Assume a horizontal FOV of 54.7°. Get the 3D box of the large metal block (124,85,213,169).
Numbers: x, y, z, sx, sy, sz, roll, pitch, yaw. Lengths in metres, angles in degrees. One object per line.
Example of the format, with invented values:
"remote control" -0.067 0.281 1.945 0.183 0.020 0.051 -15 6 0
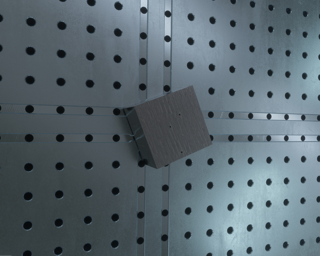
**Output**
"large metal block" 0.010 -0.002 0.401 0.081 0.050 0.080 -22 98 -19
